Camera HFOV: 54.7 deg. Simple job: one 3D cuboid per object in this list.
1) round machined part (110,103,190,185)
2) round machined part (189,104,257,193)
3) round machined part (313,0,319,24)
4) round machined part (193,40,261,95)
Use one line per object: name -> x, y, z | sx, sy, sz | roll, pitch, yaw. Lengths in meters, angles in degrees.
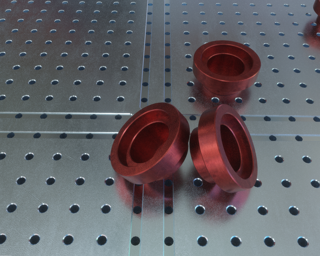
round machined part -> -0.007, 0.021, 0.359 | 0.098, 0.042, 0.098 | -26, 41, 25
round machined part -> 0.070, 0.025, 0.353 | 0.042, 0.098, 0.098 | -21, 40, 34
round machined part -> 0.341, -0.220, 0.586 | 0.099, 0.042, 0.098 | 0, 50, 0
round machined part -> 0.099, -0.088, 0.472 | 0.099, 0.042, 0.098 | 0, 50, 0
